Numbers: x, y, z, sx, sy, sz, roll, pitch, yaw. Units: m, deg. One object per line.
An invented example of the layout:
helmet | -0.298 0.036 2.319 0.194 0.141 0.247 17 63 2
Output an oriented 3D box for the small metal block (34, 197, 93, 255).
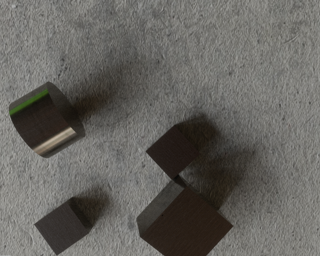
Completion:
small metal block | -0.126 0.129 0.408 0.050 0.025 0.050 -35 90 0

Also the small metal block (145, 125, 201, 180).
small metal block | 0.017 0.032 0.410 0.050 0.025 0.050 -43 90 -1

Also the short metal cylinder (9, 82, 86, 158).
short metal cylinder | -0.136 -0.010 0.381 0.050 0.080 0.080 -31 90 0

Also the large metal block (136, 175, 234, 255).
large metal block | 0.029 0.119 0.390 0.080 0.050 0.080 42 90 -13
